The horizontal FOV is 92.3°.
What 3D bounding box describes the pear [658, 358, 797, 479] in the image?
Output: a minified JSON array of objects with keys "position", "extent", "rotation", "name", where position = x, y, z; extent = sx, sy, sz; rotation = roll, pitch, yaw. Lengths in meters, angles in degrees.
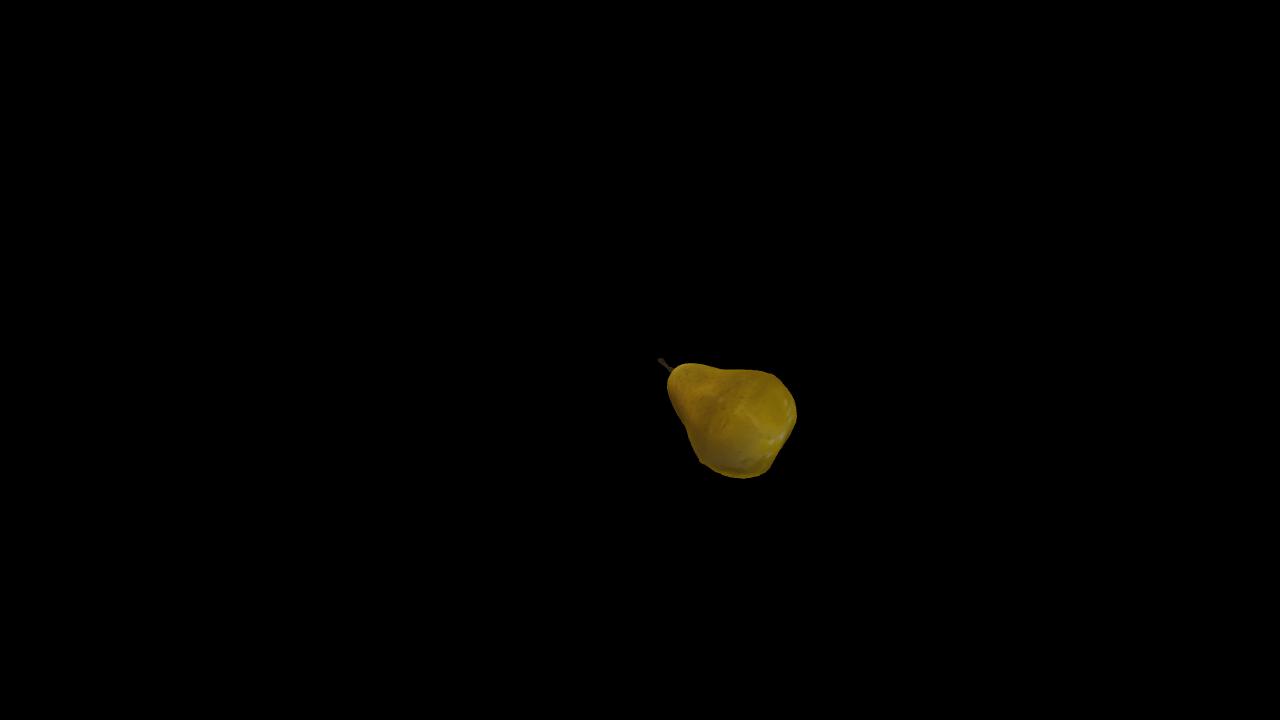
[{"position":[0.051,0.031,0.432],"extent":[0.111,0.080,0.080],"rotation":[30,9,16],"name":"pear"}]
